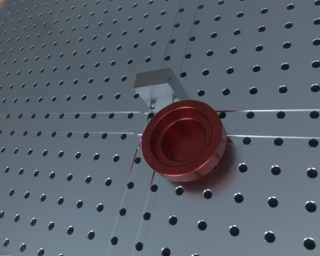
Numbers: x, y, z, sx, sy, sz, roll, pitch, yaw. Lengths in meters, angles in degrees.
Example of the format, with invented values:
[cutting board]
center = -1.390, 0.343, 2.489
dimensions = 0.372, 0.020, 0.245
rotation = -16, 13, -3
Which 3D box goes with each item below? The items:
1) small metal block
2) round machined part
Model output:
[small metal block]
center = 0.000, -0.054, 0.426
dimensions = 0.050, 0.050, 0.025
rotation = -5, 60, 25
[round machined part]
center = 0.031, 0.018, 0.370
dimensions = 0.098, 0.042, 0.098
rotation = -13, 56, 21
